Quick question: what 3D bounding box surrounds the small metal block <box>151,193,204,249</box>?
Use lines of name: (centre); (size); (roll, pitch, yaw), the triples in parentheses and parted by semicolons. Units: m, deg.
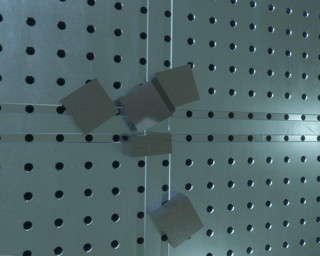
small metal block: (0.024, 0.125, 0.423); (0.050, 0.025, 0.050); (-31, 101, -18)

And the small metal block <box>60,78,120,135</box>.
small metal block: (-0.087, -0.026, 0.381); (0.050, 0.025, 0.050); (-37, 102, -17)

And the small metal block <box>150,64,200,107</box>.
small metal block: (0.021, -0.055, 0.421); (0.050, 0.025, 0.050); (-18, 97, -20)

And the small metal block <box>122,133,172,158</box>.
small metal block: (-0.018, 0.020, 0.394); (0.050, 0.050, 0.025); (-5, 92, -20)

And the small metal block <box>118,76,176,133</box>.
small metal block: (-0.016, -0.029, 0.394); (0.050, 0.025, 0.050); (-28, 103, 21)
